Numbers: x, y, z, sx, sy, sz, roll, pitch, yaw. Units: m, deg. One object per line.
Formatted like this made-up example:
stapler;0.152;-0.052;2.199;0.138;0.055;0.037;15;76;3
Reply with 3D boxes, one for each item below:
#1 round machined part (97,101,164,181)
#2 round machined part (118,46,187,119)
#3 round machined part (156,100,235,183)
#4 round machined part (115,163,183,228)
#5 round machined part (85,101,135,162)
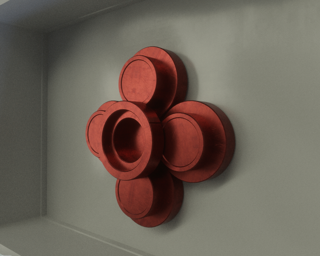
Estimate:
round machined part;-0.032;0.015;0.392;0.098;0.042;0.097;0;90;40
round machined part;-0.016;-0.058;0.405;0.098;0.042;0.097;0;90;40
round machined part;0.034;0.016;0.365;0.098;0.042;0.097;0;90;40
round machined part;-0.021;0.082;0.411;0.098;0.042;0.097;-2;87;39
round machined part;-0.071;0.009;0.452;0.098;0.042;0.097;0;90;40
